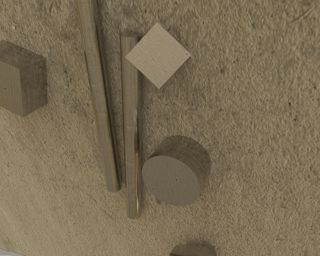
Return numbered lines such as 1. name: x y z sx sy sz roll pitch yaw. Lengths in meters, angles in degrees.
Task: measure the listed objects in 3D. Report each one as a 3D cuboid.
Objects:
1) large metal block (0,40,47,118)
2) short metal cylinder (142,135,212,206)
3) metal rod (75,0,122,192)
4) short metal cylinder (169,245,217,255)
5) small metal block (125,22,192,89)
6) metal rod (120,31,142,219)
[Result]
1. large metal block: -0.218 -0.074 0.460 0.080 0.050 0.079 24 127 13
2. short metal cylinder: 0.023 0.057 0.414 0.080 0.050 0.079 13 124 21
3. metal rod: -0.080 -0.032 0.429 0.025 0.025 0.298 11 123 22
4. short metal cylinder: 0.053 0.224 0.482 0.050 0.080 0.080 -11 113 33
5. small metal block: -0.001 -0.079 0.344 0.050 0.025 0.050 43 98 -3
6. metal rod: -0.039 0.017 0.437 0.025 0.025 0.298 15 125 19
